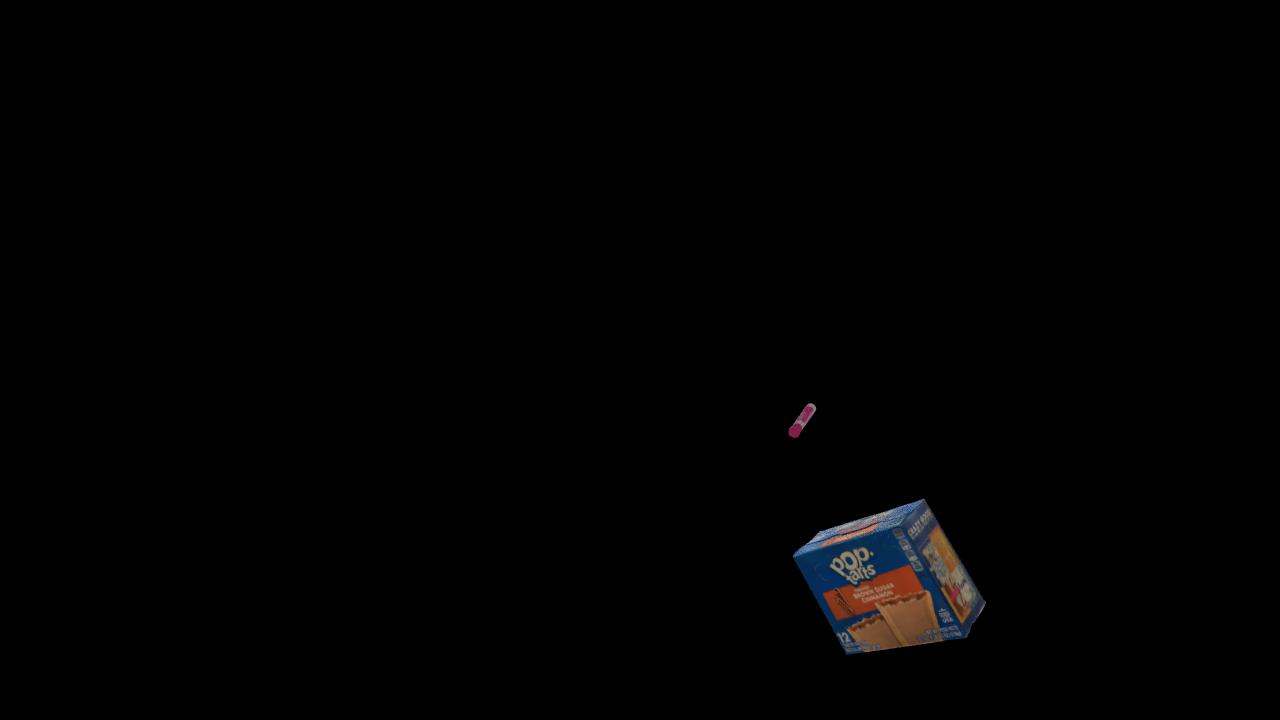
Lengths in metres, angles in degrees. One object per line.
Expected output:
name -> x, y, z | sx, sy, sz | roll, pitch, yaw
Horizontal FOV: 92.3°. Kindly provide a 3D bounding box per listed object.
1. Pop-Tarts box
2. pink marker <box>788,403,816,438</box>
Pop-Tarts box -> 0.307, 0.275, 0.772 | 0.083, 0.141, 0.167 | -18, -14, -46
pink marker -> 0.280, 0.104, 1.058 | 0.020, 0.020, 0.121 | 0, 17, 30
